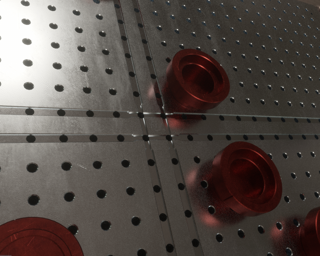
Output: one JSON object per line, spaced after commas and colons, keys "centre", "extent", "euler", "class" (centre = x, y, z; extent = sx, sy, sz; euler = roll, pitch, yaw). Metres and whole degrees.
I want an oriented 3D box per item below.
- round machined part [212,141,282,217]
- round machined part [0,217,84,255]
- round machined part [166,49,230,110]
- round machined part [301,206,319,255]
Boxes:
{"centre": [0.111, 0.070, 0.416], "extent": [0.099, 0.042, 0.098], "euler": [14, 56, -21], "class": "round machined part"}
{"centre": [-0.112, 0.124, 0.262], "extent": [0.099, 0.042, 0.098], "euler": [14, 56, -21], "class": "round machined part"}
{"centre": [0.053, -0.069, 0.470], "extent": [0.099, 0.042, 0.098], "euler": [14, 56, -21], "class": "round machined part"}
{"centre": [0.238, 0.159, 0.431], "extent": [0.099, 0.042, 0.098], "euler": [14, 56, -21], "class": "round machined part"}
